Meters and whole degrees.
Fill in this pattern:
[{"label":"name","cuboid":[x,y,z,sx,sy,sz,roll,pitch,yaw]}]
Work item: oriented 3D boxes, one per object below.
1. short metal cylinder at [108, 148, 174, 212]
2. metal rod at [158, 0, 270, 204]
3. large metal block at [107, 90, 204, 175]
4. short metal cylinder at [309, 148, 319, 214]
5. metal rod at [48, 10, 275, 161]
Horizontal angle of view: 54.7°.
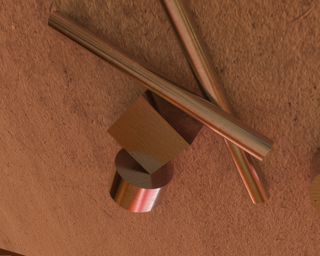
[{"label":"short metal cylinder","cuboid":[-0.027,0.068,0.428,0.080,0.080,0.050,28,128,10]},{"label":"metal rod","cuboid":[0.061,-0.039,0.350,0.025,0.025,0.299,-16,110,34]},{"label":"large metal block","cuboid":[-0.007,0.000,0.394,0.080,0.050,0.080,45,129,-4]},{"label":"short metal cylinder","cuboid":[0.200,0.056,0.320,0.080,0.050,0.079,13,124,21]},{"label":"metal rod","cuboid":[-0.011,-0.057,0.355,0.300,0.025,0.025,34,129,14]}]
